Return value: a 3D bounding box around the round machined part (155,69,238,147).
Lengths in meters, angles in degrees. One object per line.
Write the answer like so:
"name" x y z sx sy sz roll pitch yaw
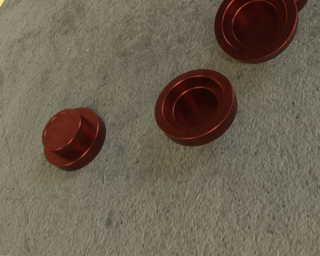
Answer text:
"round machined part" 0.046 -0.021 0.381 0.098 0.042 0.098 -13 56 21

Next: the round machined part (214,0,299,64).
"round machined part" 0.122 -0.129 0.392 0.098 0.042 0.097 -1 88 28

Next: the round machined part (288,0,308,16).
"round machined part" 0.154 -0.194 0.432 0.098 0.042 0.098 -13 56 21

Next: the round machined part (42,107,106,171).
"round machined part" -0.133 0.011 0.456 0.098 0.042 0.098 -13 56 21
